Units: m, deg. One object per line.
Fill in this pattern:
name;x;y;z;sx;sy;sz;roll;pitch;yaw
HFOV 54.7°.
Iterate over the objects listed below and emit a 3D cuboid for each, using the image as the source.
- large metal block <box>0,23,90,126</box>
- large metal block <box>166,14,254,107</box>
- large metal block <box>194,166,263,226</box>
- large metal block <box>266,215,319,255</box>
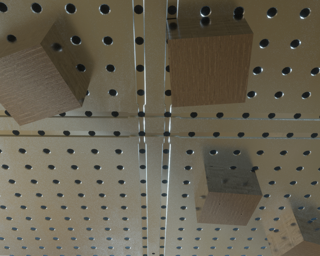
large metal block;-0.138;-0.057;0.345;0.080;0.050;0.080;-16;129;12
large metal block;0.050;-0.072;0.335;0.080;0.050;0.079;-4;130;2
large metal block;0.104;0.108;0.489;0.081;0.050;0.079;5;130;-5
large metal block;0.265;0.217;0.584;0.080;0.050;0.079;20;127;-17
